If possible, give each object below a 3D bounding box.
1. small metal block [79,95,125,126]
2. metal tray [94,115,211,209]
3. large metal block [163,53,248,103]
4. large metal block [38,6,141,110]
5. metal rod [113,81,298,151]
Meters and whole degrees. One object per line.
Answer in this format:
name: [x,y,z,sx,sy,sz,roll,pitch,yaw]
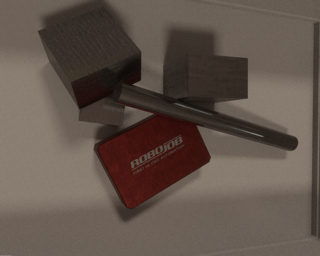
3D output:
small metal block: [-0.071,-0.030,0.385,0.050,0.025,0.050,8,88,-20]
metal tray: [-0.008,0.033,0.406,0.131,0.030,0.090,-28,100,-18]
large metal block: [0.056,-0.061,0.403,0.081,0.080,0.050,0,90,-20]
large metal block: [-0.077,-0.080,0.350,0.081,0.050,0.080,-29,67,-18]
metal rod: [0.080,-0.008,0.415,0.302,0.025,0.025,14,85,-30]
